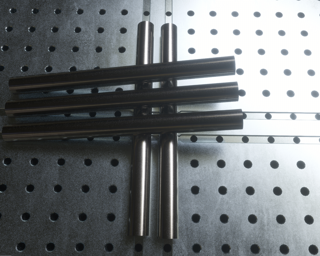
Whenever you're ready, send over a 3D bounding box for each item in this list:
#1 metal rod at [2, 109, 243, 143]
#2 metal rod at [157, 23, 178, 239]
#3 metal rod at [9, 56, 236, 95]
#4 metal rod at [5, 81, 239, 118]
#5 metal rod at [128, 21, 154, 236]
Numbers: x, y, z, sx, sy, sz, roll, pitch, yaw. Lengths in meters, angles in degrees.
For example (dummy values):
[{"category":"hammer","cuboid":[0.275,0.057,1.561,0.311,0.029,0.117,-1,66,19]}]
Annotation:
[{"category":"metal rod","cuboid":[-0.051,-0.002,0.389,0.302,0.025,0.025,-3,70,7]},{"category":"metal rod","cuboid":[0.011,-0.010,0.416,0.025,0.025,0.299,1,70,0]},{"category":"metal rod","cuboid":[-0.054,-0.070,0.415,0.302,0.025,0.025,-4,70,6]},{"category":"metal rod","cuboid":[-0.053,-0.036,0.402,0.302,0.025,0.025,-4,70,7]},{"category":"metal rod","cuboid":[-0.023,-0.013,0.416,0.025,0.025,0.299,1,70,0]}]
